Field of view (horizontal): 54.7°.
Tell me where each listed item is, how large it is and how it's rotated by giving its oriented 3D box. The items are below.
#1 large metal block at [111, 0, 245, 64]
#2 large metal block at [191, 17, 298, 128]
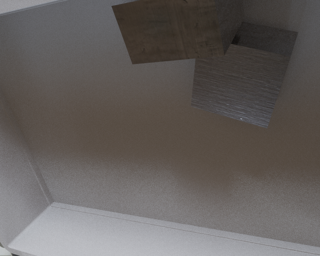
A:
[{"bbox_3d":[0.020,-0.098,0.261,0.080,0.080,0.050,1,128,28],"label":"large metal block"},{"bbox_3d":[0.080,-0.056,0.308,0.080,0.050,0.079,18,135,18],"label":"large metal block"}]
